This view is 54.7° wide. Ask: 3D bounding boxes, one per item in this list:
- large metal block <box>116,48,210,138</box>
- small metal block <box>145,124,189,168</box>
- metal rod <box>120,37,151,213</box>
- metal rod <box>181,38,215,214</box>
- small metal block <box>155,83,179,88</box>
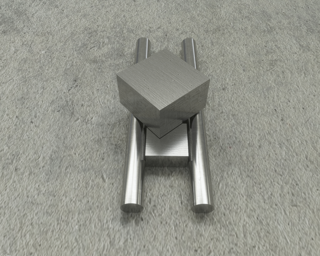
[{"bbox_3d":[0.004,-0.047,0.393,0.080,0.050,0.080,-34,58,-25],"label":"large metal block"},{"bbox_3d":[0.008,0.021,0.386,0.050,0.025,0.050,1,50,0],"label":"small metal block"},{"bbox_3d":[-0.029,-0.028,0.429,0.025,0.025,0.300,1,50,0],"label":"metal rod"},{"bbox_3d":[0.047,-0.028,0.429,0.025,0.025,0.300,1,50,0],"label":"metal rod"},{"bbox_3d":[0.009,-0.068,0.460,0.050,0.025,0.050,1,50,0],"label":"small metal block"}]
